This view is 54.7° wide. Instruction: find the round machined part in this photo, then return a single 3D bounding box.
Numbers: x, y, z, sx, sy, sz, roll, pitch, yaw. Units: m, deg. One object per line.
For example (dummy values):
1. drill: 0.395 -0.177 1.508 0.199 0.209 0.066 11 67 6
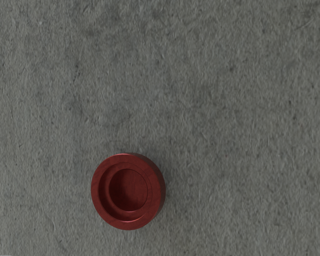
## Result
1. round machined part: -0.039 0.081 0.413 0.098 0.042 0.097 0 90 19
